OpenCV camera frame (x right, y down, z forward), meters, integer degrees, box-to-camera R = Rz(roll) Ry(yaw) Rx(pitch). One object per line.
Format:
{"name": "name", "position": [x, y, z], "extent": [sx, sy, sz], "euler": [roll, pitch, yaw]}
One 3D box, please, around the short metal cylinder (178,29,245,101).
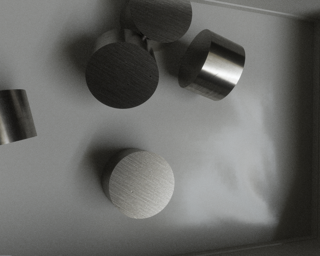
{"name": "short metal cylinder", "position": [0.066, -0.081, 0.407], "extent": [0.050, 0.080, 0.080], "euler": [19, 84, -19]}

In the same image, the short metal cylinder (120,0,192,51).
{"name": "short metal cylinder", "position": [-0.006, -0.143, 0.396], "extent": [0.081, 0.050, 0.079], "euler": [0, 90, -21]}

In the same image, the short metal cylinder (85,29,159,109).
{"name": "short metal cylinder", "position": [-0.044, -0.069, 0.362], "extent": [0.081, 0.050, 0.079], "euler": [-4, 123, -5]}

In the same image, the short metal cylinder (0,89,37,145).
{"name": "short metal cylinder", "position": [-0.174, -0.007, 0.317], "extent": [0.081, 0.080, 0.050], "euler": [-14, 95, -20]}

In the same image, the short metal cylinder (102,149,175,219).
{"name": "short metal cylinder", "position": [-0.029, 0.067, 0.388], "extent": [0.081, 0.050, 0.079], "euler": [0, 90, -21]}
